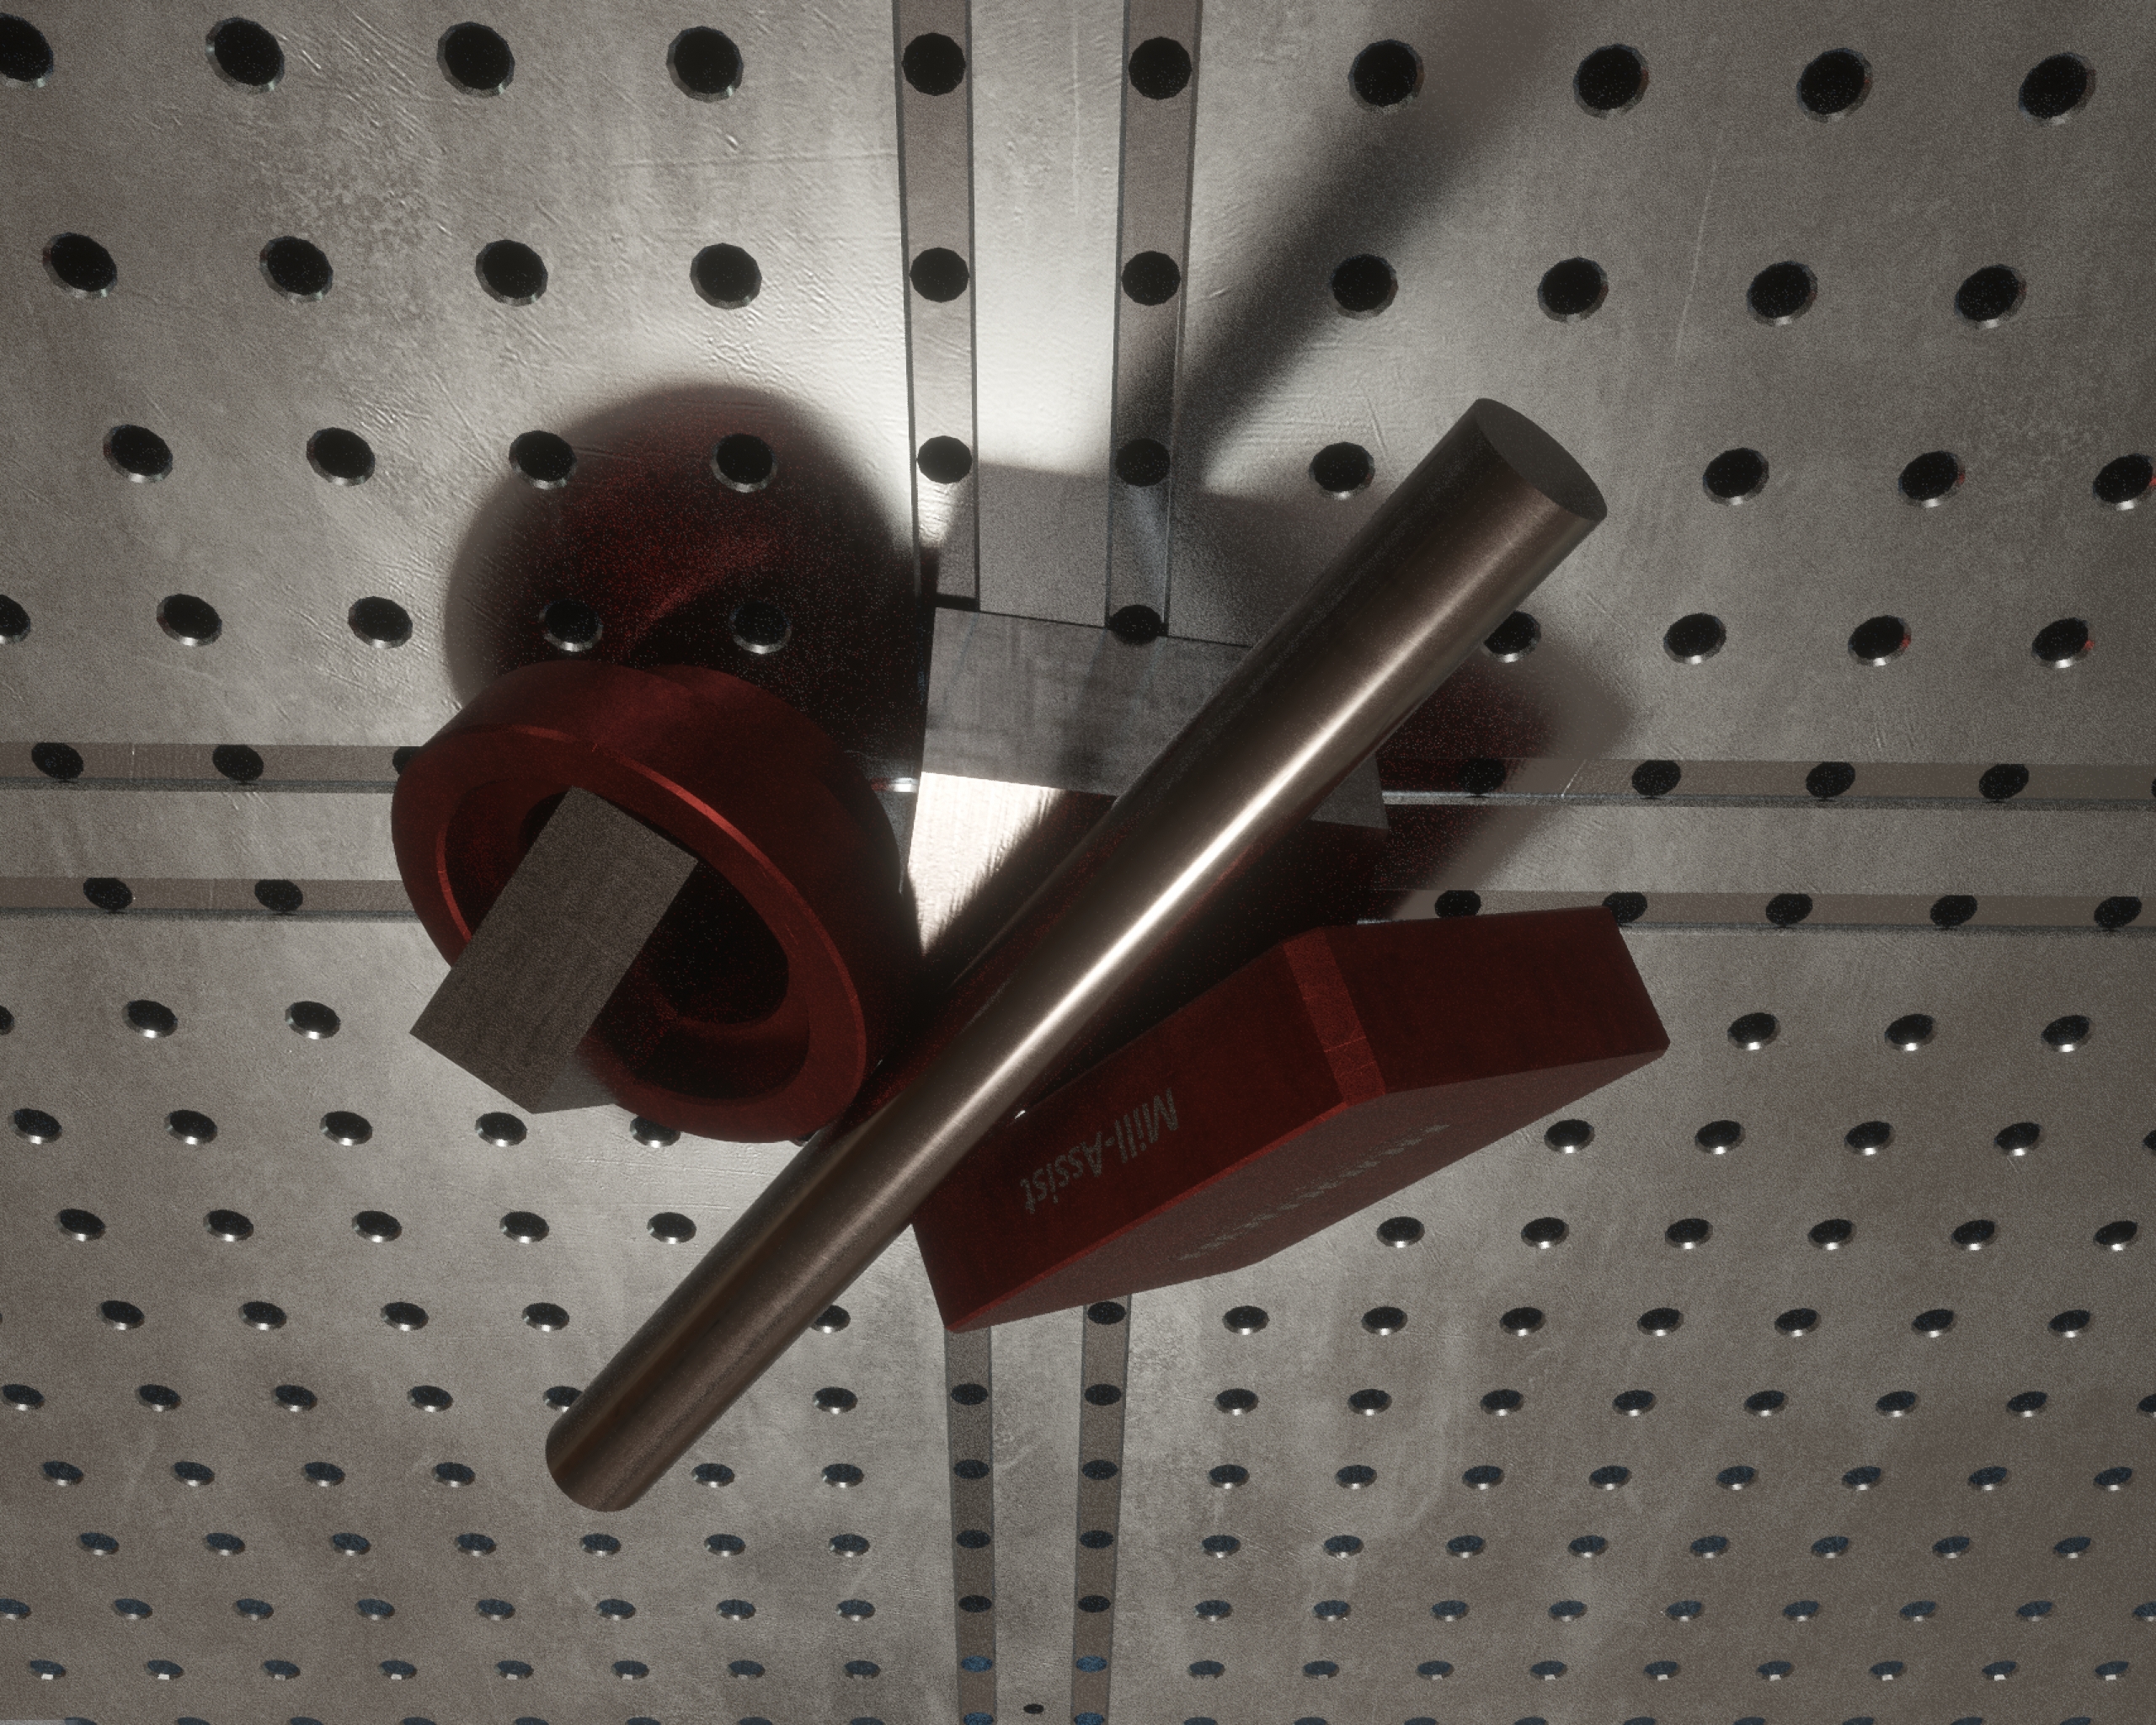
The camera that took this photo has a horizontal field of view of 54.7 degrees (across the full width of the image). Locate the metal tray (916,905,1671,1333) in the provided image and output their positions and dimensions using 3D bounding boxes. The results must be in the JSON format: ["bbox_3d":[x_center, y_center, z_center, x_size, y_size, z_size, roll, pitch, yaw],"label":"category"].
[{"bbox_3d":[0.038,0.052,0.409,0.091,0.030,0.129,-2,154,-41],"label":"metal tray"}]

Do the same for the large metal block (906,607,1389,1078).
[{"bbox_3d":[0.007,0.003,0.398,0.081,0.050,0.079,7,130,-6],"label":"large metal block"}]

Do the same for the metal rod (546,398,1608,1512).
[{"bbox_3d":[-0.019,0.036,0.376,0.025,0.025,0.298,28,125,-22],"label":"metal rod"}]

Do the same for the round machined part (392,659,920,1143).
[{"bbox_3d":[-0.072,0.003,0.384,0.098,0.042,0.097,17,136,18],"label":"round machined part"}]

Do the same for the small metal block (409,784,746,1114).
[{"bbox_3d":[-0.085,0.016,0.371,0.025,0.050,0.050,33,88,6],"label":"small metal block"}]
